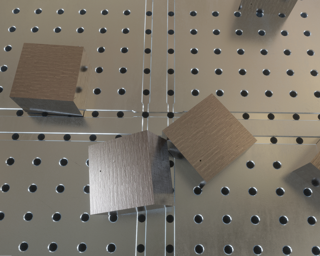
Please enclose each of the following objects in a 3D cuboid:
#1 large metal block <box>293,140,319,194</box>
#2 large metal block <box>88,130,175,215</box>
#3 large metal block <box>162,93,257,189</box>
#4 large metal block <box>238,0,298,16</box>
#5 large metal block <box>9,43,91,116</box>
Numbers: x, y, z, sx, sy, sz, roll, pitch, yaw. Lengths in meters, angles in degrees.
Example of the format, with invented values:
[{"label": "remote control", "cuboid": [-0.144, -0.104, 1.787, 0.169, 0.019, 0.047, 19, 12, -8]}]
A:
[{"label": "large metal block", "cuboid": [0.231, 0.048, 0.382, 0.080, 0.050, 0.080, 43, 75, 14]}, {"label": "large metal block", "cuboid": [-0.034, 0.055, 0.362, 0.080, 0.050, 0.080, -15, 69, 23]}, {"label": "large metal block", "cuboid": [0.059, 0.017, 0.392, 0.080, 0.050, 0.080, -37, 74, -13]}, {"label": "large metal block", "cuboid": [0.168, -0.219, 0.464, 0.080, 0.080, 0.050, 7, 70, 3]}, {"label": "large metal block", "cuboid": [-0.144, -0.065, 0.422, 0.080, 0.050, 0.080, 4, 70, 1]}]
